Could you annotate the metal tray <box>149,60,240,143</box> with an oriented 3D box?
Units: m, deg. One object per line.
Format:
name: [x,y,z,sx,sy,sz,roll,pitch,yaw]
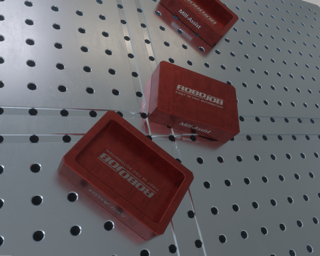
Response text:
metal tray: [0.052,-0.038,0.455,0.131,0.030,0.090,16,55,-19]

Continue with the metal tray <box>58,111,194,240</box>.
metal tray: [-0.035,0.051,0.354,0.130,0.030,0.090,38,51,-2]

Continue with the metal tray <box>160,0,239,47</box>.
metal tray: [0.076,-0.221,0.579,0.130,0.030,0.090,40,51,-1]
